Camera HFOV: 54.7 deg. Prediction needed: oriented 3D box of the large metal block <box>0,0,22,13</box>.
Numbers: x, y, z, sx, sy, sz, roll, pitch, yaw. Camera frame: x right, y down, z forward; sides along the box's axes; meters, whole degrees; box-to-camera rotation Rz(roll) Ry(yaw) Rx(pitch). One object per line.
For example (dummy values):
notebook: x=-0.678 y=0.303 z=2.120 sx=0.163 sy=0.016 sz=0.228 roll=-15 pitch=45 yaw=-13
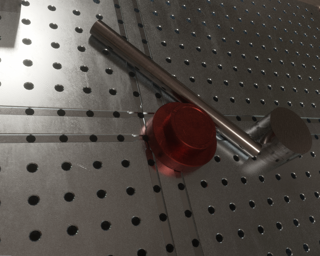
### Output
large metal block: x=-0.205 y=-0.207 z=0.389 sx=0.050 sy=0.080 sz=0.080 roll=-5 pitch=65 yaw=-31

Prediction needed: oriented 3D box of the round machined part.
round machined part: x=0.036 y=0.006 z=0.415 sx=0.099 sy=0.042 sz=0.098 roll=14 pitch=56 yaw=-21

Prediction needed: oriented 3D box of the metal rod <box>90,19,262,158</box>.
metal rod: x=0.026 y=-0.056 z=0.457 sx=0.301 sy=0.025 sz=0.025 roll=37 pitch=51 yaw=-4

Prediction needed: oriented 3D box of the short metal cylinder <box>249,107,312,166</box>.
short metal cylinder: x=0.189 y=0.014 z=0.488 sx=0.081 sy=0.050 sz=0.080 roll=14 pitch=56 yaw=-21
